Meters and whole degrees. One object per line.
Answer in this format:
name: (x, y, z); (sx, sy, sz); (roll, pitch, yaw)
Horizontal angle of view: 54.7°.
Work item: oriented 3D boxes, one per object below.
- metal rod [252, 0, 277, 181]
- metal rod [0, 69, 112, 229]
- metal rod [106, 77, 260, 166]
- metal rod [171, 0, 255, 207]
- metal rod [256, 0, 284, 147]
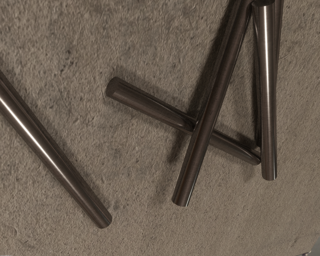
metal rod: (0.152, -0.030, 0.440); (0.025, 0.025, 0.299); (-27, 129, -12)
metal rod: (-0.128, 0.027, 0.354); (0.025, 0.025, 0.299); (-31, 129, -9)
metal rod: (0.055, 0.003, 0.440); (0.302, 0.025, 0.025); (24, 105, -37)
metal rod: (0.068, -0.035, 0.398); (0.025, 0.025, 0.298); (7, 107, -32)
metal rod: (0.153, -0.094, 0.434); (0.025, 0.025, 0.298); (-21, 127, -16)
